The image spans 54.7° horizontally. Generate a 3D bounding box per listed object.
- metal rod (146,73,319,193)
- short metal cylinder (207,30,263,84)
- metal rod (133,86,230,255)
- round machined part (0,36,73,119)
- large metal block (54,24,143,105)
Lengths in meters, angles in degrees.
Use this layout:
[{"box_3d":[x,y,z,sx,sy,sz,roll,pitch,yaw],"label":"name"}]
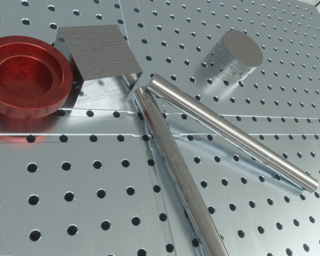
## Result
[{"box_3d":[0.112,0.014,0.445,0.301,0.025,0.025,32,51,-15],"label":"metal rod"},{"box_3d":[0.130,-0.123,0.540,0.081,0.050,0.080,14,56,-21],"label":"short metal cylinder"},{"box_3d":[0.035,0.078,0.380,0.025,0.025,0.299,-13,68,-34],"label":"metal rod"},{"box_3d":[-0.152,-0.052,0.348,0.099,0.042,0.098,14,56,-21],"label":"round machined part"},{"box_3d":[-0.082,-0.084,0.400,0.081,0.050,0.080,-17,71,-35],"label":"large metal block"}]
